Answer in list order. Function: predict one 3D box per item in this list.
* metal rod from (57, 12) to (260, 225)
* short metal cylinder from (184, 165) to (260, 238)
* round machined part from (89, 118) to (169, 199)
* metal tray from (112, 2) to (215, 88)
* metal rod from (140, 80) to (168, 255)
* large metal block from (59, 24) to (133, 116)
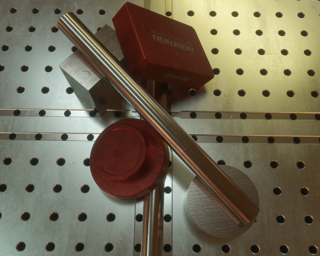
[{"bbox_3d":[-0.007,-0.016,0.342,0.025,0.025,0.300,-42,83,-14],"label":"metal rod"},{"bbox_3d":[0.070,0.088,0.367,0.081,0.050,0.080,0,70,0],"label":"short metal cylinder"},{"bbox_3d":[-0.041,0.033,0.373,0.098,0.042,0.098,-6,69,16],"label":"round machined part"},{"bbox_3d":[0.008,-0.104,0.405,0.131,0.030,0.090,1,62,-45],"label":"metal tray"},{"bbox_3d":[-0.004,0.015,0.406,0.025,0.025,0.299,2,70,0],"label":"metal rod"},{"bbox_3d":[-0.075,-0.073,0.409,0.050,0.080,0.080,40,75,13],"label":"large metal block"}]
